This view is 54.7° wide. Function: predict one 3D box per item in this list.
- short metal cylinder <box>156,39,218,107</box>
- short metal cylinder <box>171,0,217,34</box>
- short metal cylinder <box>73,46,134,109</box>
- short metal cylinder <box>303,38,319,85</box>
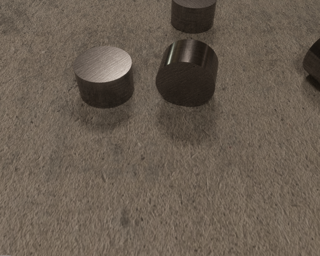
[{"bbox_3d":[0.039,-0.075,0.431,0.080,0.080,0.050,9,51,7],"label":"short metal cylinder"},{"bbox_3d":[0.061,-0.219,0.571,0.081,0.050,0.080,0,50,0],"label":"short metal cylinder"},{"bbox_3d":[-0.080,-0.074,0.448,0.081,0.050,0.080,0,50,0],"label":"short metal cylinder"},{"bbox_3d":[0.262,-0.099,0.454,0.081,0.080,0.050,-16,52,-13],"label":"short metal cylinder"}]
